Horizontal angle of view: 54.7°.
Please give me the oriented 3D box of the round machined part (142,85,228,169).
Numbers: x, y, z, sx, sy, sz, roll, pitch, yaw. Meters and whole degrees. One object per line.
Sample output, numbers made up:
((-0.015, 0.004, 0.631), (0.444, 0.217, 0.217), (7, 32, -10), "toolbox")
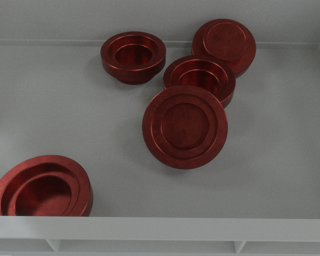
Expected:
((0.031, -0.002, 0.374), (0.098, 0.042, 0.097), (0, 91, 9), "round machined part")

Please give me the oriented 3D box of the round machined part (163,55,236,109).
((0.054, -0.055, 0.437), (0.099, 0.042, 0.098), (-1, 55, 1), "round machined part")

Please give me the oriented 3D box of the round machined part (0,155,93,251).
((-0.120, 0.080, 0.326), (0.099, 0.042, 0.098), (0, 50, 0), "round machined part")

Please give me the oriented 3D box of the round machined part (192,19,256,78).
((0.098, -0.126, 0.476), (0.099, 0.042, 0.098), (0, 76, 1), "round machined part")

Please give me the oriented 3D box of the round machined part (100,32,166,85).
((-0.040, -0.105, 0.482), (0.099, 0.042, 0.098), (0, 50, 0), "round machined part")
